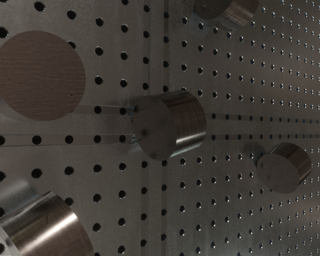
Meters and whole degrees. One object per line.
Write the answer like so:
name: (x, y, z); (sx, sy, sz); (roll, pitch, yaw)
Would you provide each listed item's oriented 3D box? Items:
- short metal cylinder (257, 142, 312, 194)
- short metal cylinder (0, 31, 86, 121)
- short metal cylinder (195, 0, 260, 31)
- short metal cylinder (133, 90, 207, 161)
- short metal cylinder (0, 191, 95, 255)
short metal cylinder: (0.227, 0.073, 0.568); (0.050, 0.080, 0.080); (-27, 108, -37)
short metal cylinder: (-0.119, -0.046, 0.294); (0.081, 0.050, 0.079); (0, 90, -40)
short metal cylinder: (0.099, -0.191, 0.458); (0.050, 0.080, 0.080); (10, 84, -40)
short metal cylinder: (0.011, -0.004, 0.384); (0.050, 0.080, 0.079); (-16, 100, -39)
short metal cylinder: (-0.106, 0.106, 0.286); (0.050, 0.080, 0.080); (-32, 110, -36)
